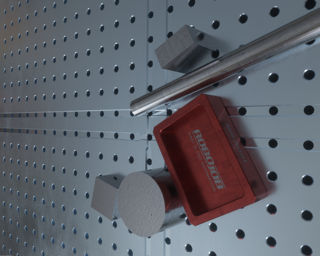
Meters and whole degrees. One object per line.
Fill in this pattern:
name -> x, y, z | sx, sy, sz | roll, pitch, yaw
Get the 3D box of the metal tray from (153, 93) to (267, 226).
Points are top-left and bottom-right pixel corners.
metal tray -> 0.052, 0.037, 0.362 | 0.090, 0.030, 0.130 | -35, 69, 34

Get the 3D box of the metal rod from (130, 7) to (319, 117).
metal rod -> 0.078, -0.071, 0.344 | 0.299, 0.025, 0.025 | -21, 77, 38

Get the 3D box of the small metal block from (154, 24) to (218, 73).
small metal block -> 0.031, -0.091, 0.368 | 0.050, 0.050, 0.025 | -32, 70, 35

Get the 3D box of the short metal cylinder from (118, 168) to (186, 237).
short metal cylinder -> -0.009, 0.094, 0.401 | 0.080, 0.050, 0.080 | 0, 90, 40

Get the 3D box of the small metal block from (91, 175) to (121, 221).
small metal block -> -0.076, 0.105, 0.473 | 0.050, 0.025, 0.050 | 19, 102, 38
